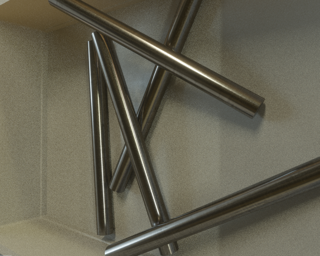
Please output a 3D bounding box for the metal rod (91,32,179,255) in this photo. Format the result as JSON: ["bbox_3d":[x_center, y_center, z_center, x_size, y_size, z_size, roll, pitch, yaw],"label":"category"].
[{"bbox_3d":[-0.034,0.016,0.404,0.025,0.025,0.299,-20,87,38],"label":"metal rod"}]

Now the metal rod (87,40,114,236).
[{"bbox_3d":[-0.094,0.013,0.484,0.025,0.025,0.298,-6,86,40],"label":"metal rod"}]

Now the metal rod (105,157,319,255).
[{"bbox_3d":[0.051,0.098,0.340,0.299,0.025,0.025,-31,70,27],"label":"metal rod"}]

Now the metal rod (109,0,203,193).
[{"bbox_3d":[-0.009,-0.043,0.414,0.025,0.025,0.298,35,112,34],"label":"metal rod"}]

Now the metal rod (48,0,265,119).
[{"bbox_3d":[-0.018,-0.097,0.368,0.300,0.025,0.025,33,111,17],"label":"metal rod"}]
